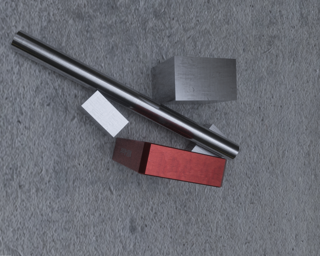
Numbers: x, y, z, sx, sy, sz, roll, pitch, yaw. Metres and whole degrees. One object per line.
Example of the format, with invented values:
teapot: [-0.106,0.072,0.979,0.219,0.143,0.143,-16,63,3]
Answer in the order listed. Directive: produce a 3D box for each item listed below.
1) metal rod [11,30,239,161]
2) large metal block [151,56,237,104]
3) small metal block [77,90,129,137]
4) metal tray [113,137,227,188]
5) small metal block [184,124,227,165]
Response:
metal rod: [-0.031,-0.034,0.385,0.301,0.025,0.025,27,81,-13]
large metal block: [0.041,-0.057,0.396,0.081,0.080,0.050,-2,91,-20]
small metal block: [-0.070,-0.016,0.371,0.050,0.050,0.025,46,76,-15]
metal tray: [0.004,0.036,0.357,0.091,0.130,0.030,13,86,-20]
small metal block: [0.071,0.029,0.438,0.050,0.025,0.050,43,76,-15]
